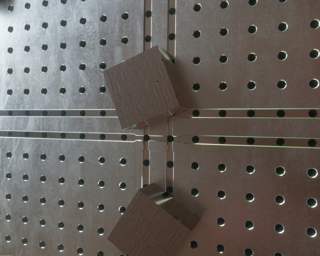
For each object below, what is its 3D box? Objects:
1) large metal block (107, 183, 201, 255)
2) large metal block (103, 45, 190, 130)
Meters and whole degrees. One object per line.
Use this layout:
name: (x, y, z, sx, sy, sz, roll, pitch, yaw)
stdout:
large metal block: (-0.007, 0.131, 0.402, 0.080, 0.050, 0.080, 35, 101, 16)
large metal block: (-0.017, -0.049, 0.406, 0.080, 0.050, 0.080, -22, 83, 18)
